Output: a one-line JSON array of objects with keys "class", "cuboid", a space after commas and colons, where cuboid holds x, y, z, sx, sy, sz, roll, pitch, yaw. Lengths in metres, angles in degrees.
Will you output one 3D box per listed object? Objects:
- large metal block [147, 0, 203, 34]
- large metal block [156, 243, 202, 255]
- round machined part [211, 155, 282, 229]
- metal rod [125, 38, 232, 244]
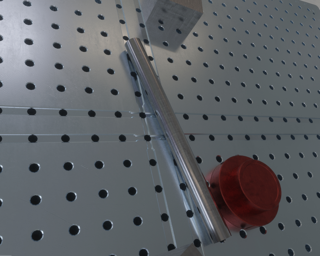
[{"class": "large metal block", "cuboid": [0.025, -0.221, 0.541, 0.081, 0.050, 0.080, 12, 57, -22]}, {"class": "large metal block", "cuboid": [0.001, 0.157, 0.278, 0.081, 0.080, 0.050, -32, 80, -38]}, {"class": "round machined part", "cuboid": [0.121, 0.081, 0.413, 0.099, 0.042, 0.098, 14, 56, -21]}, {"class": "metal rod", "cuboid": [0.016, 0.003, 0.415, 0.025, 0.025, 0.299, -11, 67, -33]}]
